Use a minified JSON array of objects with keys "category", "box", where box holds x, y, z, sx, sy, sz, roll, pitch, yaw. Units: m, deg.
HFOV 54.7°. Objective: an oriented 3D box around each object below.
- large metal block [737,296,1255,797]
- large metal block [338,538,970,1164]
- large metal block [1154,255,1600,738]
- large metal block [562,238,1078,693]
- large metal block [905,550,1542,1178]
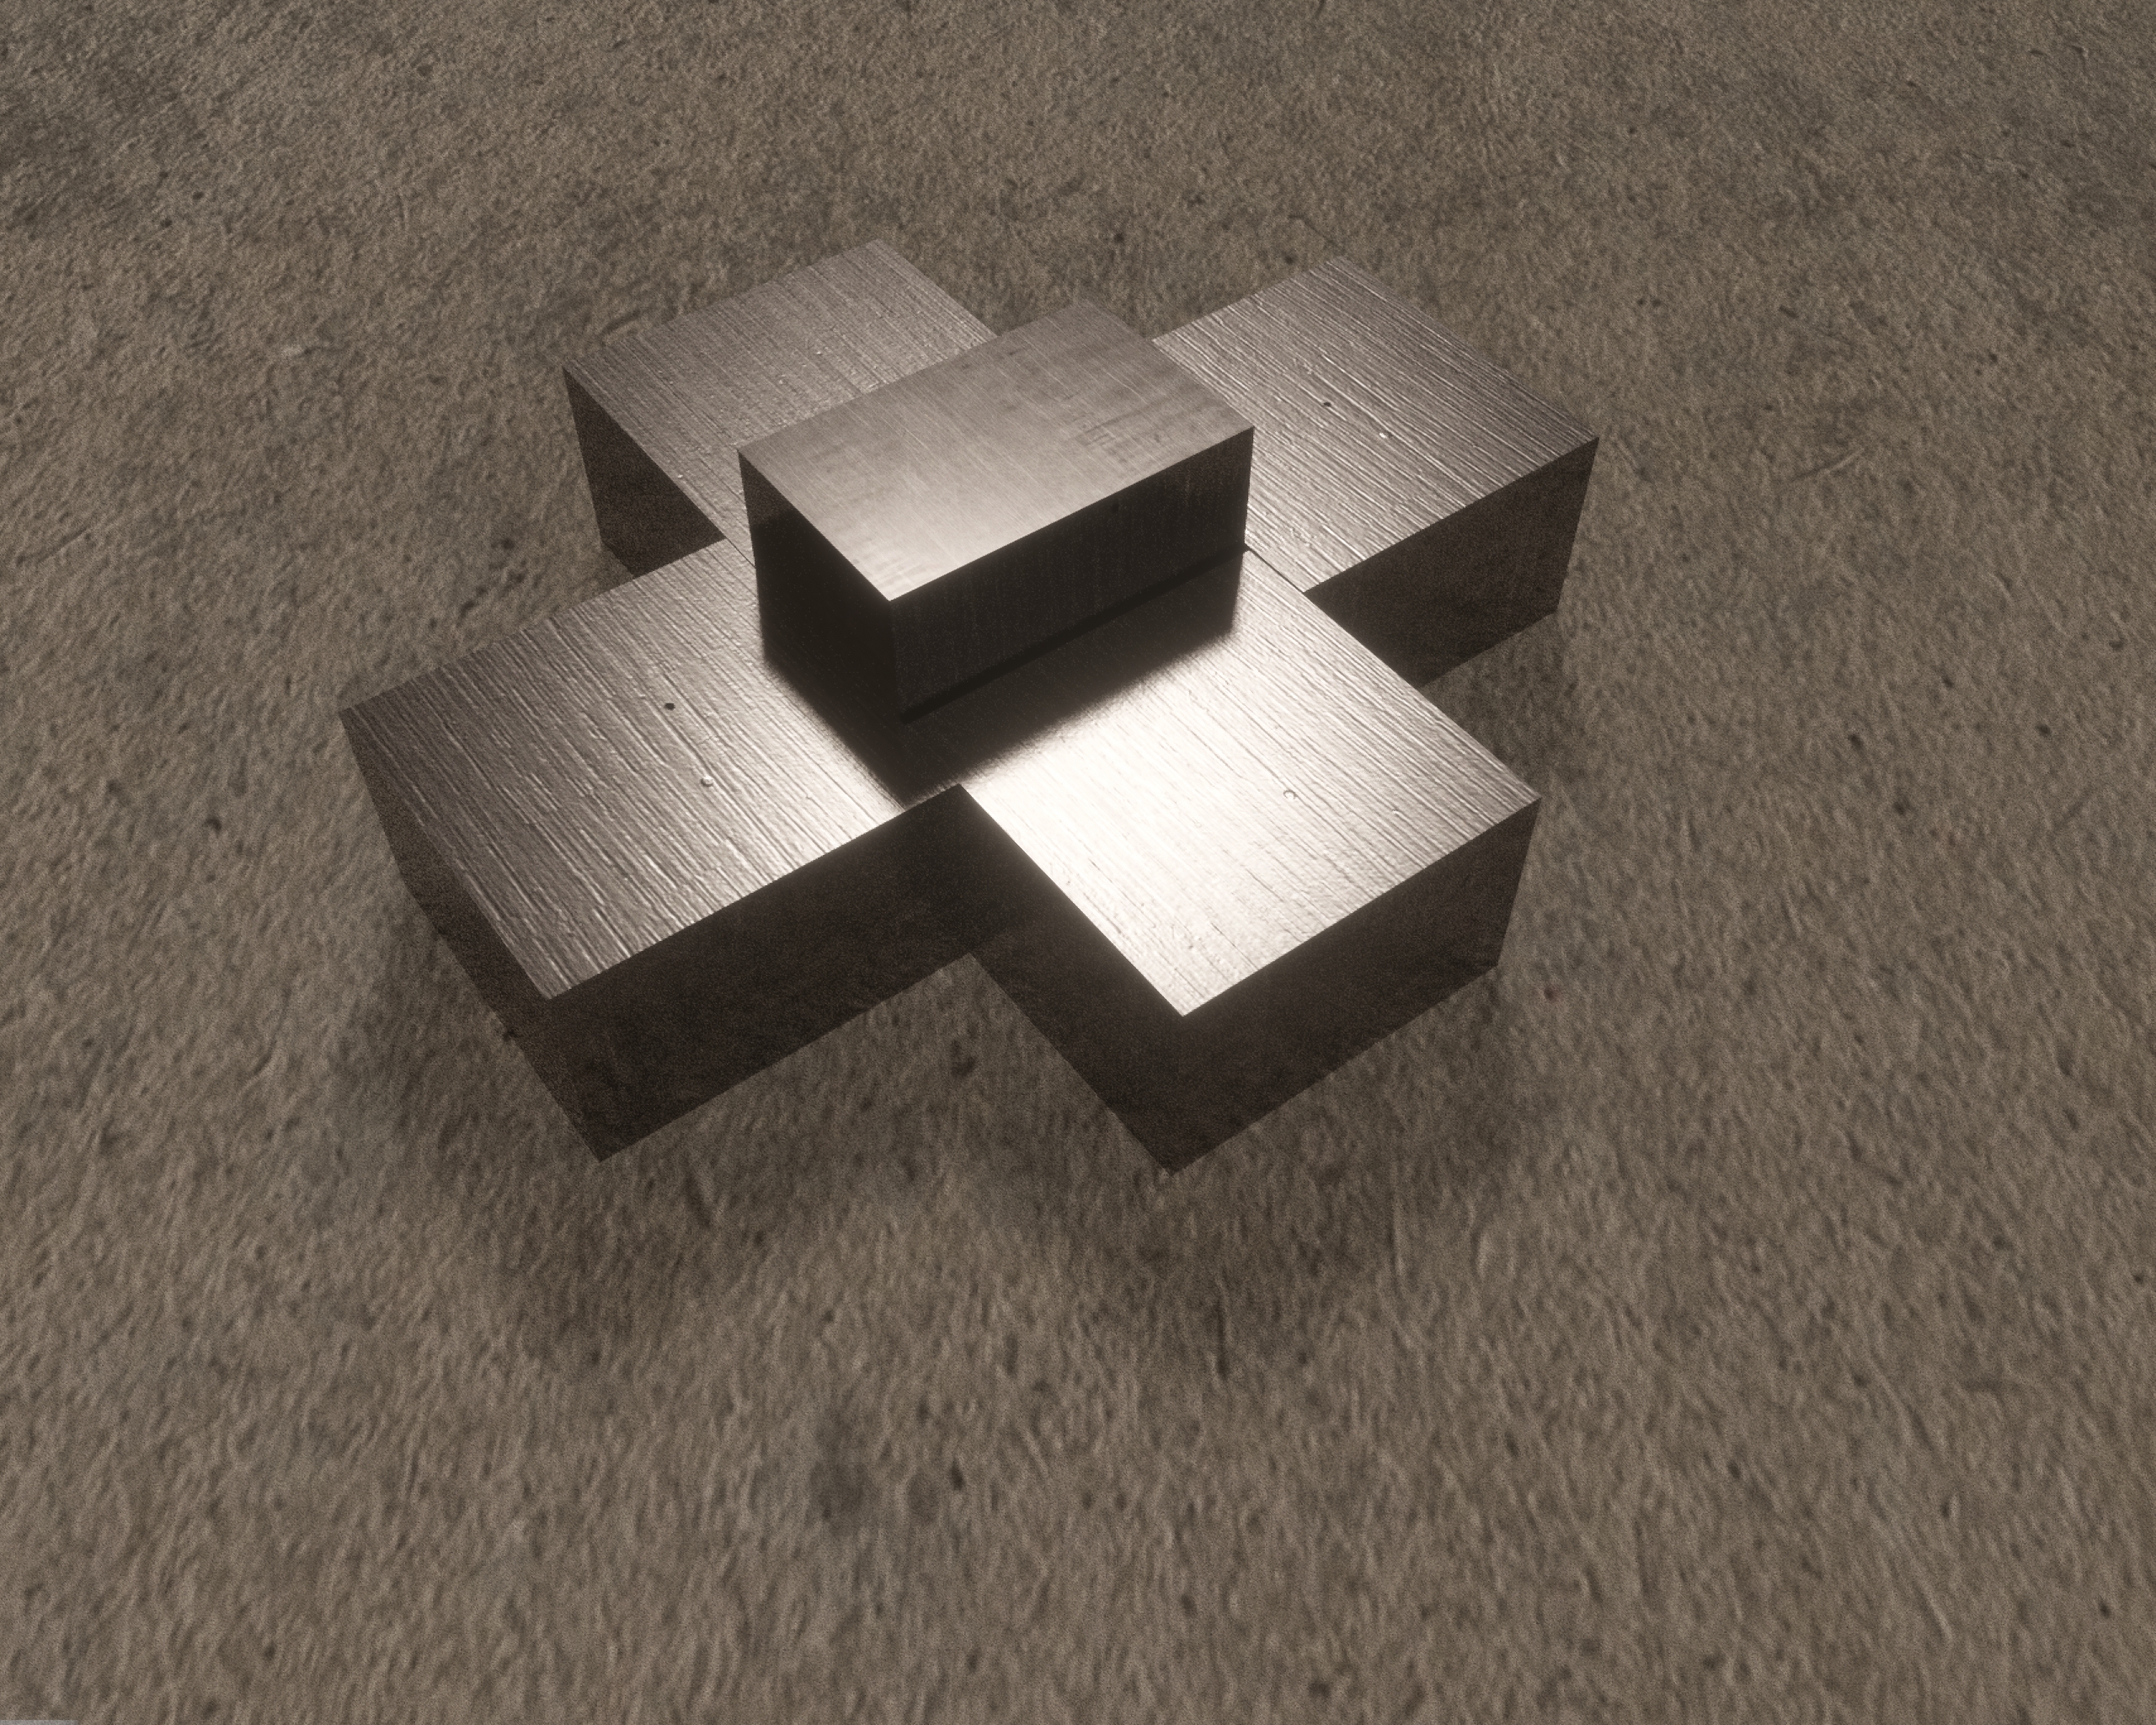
[{"category":"large metal block","box":[-0.015,-0.053,0.413,0.081,0.080,0.050,-30,56,-23]},{"category":"large metal block","box":[-0.077,-0.005,0.390,0.081,0.050,0.080,-30,56,-23]},{"category":"large metal block","box":[0.051,-0.079,0.454,0.081,0.050,0.080,-30,56,-23]},{"category":"large metal block","box":[-0.053,-0.083,0.457,0.081,0.050,0.080,-30,56,-23]},{"category":"large metal block","box":[0.025,-0.002,0.390,0.081,0.050,0.080,-30,56,-23]}]
